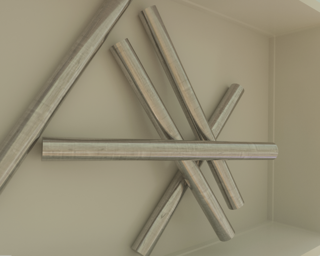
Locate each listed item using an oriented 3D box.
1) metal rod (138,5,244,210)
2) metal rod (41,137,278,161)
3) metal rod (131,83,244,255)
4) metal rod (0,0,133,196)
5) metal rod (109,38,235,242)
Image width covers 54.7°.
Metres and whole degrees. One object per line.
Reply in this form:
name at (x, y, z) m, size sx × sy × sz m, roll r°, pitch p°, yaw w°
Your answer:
metal rod at (0.047, -0.019, 0.424) m, size 0.025 × 0.025 × 0.299 m, roll -34°, pitch 104°, yaw -35°
metal rod at (0.019, 0.027, 0.373) m, size 0.303 × 0.025 × 0.025 m, roll 2°, pitch 89°, yaw -24°
metal rod at (0.051, 0.046, 0.452) m, size 0.025 × 0.025 × 0.301 m, roll 50°, pitch 60°, yaw -29°
metal rod at (-0.100, -0.050, 0.323) m, size 0.025 × 0.025 × 0.300 m, roll 42°, pitch 65°, yaw -33°
metal rod at (0.023, 0.025, 0.403) m, size 0.025 × 0.025 × 0.299 m, roll -39°, pitch 107°, yaw -33°
